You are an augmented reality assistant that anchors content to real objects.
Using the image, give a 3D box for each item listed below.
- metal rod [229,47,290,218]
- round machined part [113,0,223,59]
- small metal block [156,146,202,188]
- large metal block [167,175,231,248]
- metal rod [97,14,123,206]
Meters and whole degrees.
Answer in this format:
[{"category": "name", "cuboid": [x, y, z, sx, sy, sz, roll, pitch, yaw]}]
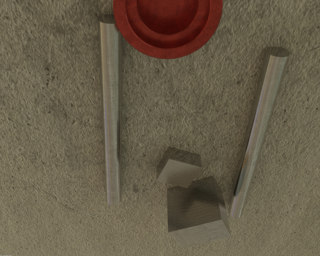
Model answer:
[{"category": "metal rod", "cuboid": [0.129, 0.030, 0.434, 0.025, 0.025, 0.298, 0, 130, 0]}, {"category": "round machined part", "cuboid": [0.007, -0.119, 0.295, 0.099, 0.042, 0.097, -1, 130, 0]}, {"category": "small metal block", "cuboid": [0.027, 0.059, 0.458, 0.050, 0.025, 0.050, 16, 128, -14]}, {"category": "large metal block", "cuboid": [0.058, 0.130, 0.483, 0.080, 0.080, 0.050, -19, 128, 15]}, {"category": "metal rod", "cuboid": [-0.063, 0.003, 0.408, 0.025, 0.025, 0.298, 3, 130, -4]}]
